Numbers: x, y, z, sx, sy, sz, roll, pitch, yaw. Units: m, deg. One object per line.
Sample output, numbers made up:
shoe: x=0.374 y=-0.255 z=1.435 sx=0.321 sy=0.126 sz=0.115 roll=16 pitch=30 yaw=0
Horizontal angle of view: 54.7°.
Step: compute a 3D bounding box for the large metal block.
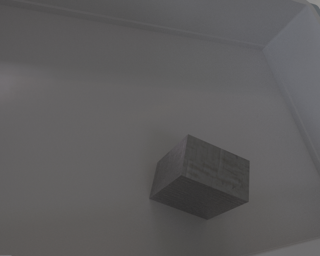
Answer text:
large metal block: x=0.044 y=0.060 z=0.357 sx=0.080 sy=0.080 sz=0.050 roll=23 pitch=53 yaw=-14
